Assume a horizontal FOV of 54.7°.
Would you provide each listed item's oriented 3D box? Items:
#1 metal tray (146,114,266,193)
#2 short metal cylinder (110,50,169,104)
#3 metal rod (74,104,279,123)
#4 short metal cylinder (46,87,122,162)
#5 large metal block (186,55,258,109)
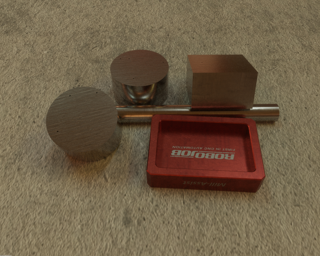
[{"bbox_3d":[0.053,0.028,0.377,0.131,0.030,0.090,3,50,2],"label":"metal tray"},{"bbox_3d":[-0.028,-0.068,0.446,0.081,0.050,0.080,0,49,0],"label":"short metal cylinder"},{"bbox_3d":[0.008,-0.019,0.422,0.302,0.025,0.025,-1,50,-1],"label":"metal rod"},{"bbox_3d":[-0.089,-0.003,0.374,0.081,0.050,0.080,0,71,-1],"label":"short metal cylinder"},{"bbox_3d":[0.080,-0.066,0.428,0.081,0.050,0.080,0,29,-1],"label":"large metal block"}]
